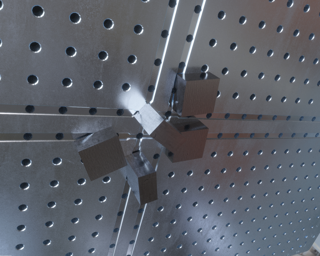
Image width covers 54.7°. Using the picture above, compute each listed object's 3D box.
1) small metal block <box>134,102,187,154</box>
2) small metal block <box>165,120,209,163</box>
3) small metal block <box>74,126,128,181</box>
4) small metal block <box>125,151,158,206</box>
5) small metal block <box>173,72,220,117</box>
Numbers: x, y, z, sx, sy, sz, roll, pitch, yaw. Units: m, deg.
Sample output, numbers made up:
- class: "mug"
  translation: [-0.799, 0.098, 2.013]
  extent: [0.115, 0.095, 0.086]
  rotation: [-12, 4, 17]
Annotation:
- class: "small metal block"
  translation: [0.001, 0.000, 0.397]
  extent: [0.025, 0.050, 0.050]
  rotation: [-47, 130, 5]
- class: "small metal block"
  translation: [0.038, 0.019, 0.446]
  extent: [0.050, 0.025, 0.050]
  rotation: [-7, 122, -25]
- class: "small metal block"
  translation: [-0.074, 0.032, 0.392]
  extent: [0.050, 0.025, 0.050]
  rotation: [-23, 127, -15]
- class: "small metal block"
  translation: [-0.026, 0.068, 0.425]
  extent: [0.025, 0.050, 0.050]
  rotation: [-16, 125, -20]
- class: "small metal block"
  translation: [0.047, -0.045, 0.411]
  extent: [0.050, 0.025, 0.050]
  rotation: [-8, 122, -25]
